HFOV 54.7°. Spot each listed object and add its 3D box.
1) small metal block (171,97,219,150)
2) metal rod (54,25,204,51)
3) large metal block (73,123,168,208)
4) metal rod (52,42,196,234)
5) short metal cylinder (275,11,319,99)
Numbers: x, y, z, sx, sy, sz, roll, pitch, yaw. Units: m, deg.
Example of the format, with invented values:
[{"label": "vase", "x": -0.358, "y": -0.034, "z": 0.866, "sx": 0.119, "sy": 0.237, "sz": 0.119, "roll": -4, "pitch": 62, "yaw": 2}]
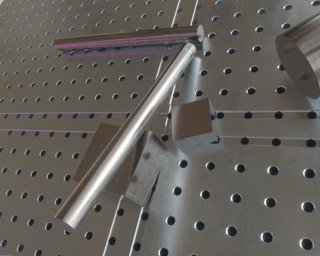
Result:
[{"label": "small metal block", "x": 0.043, "y": -0.005, "z": 0.388, "sx": 0.050, "sy": 0.025, "sz": 0.050, "roll": -14, "pitch": 56, "yaw": 20}, {"label": "metal rod", "x": -0.069, "y": -0.153, "z": 0.536, "sx": 0.300, "sy": 0.025, "sz": 0.025, "roll": 5, "pitch": 64, "yaw": 30}, {"label": "large metal block", "x": -0.048, "y": 0.045, "z": 0.388, "sx": 0.080, "sy": 0.050, "sz": 0.080, "roll": 9, "pitch": 66, "yaw": 31}, {"label": "metal rod", "x": -0.022, "y": -0.014, "z": 0.367, "sx": 0.025, "sy": 0.025, "sz": 0.301, "roll": 6, "pitch": 46, "yaw": 30}, {"label": "short metal cylinder", "x": 0.169, "y": -0.078, "z": 0.332, "sx": 0.050, "sy": 0.080, "sz": 0.080, "roll": -31, "pitch": 52, "yaw": 8}]
